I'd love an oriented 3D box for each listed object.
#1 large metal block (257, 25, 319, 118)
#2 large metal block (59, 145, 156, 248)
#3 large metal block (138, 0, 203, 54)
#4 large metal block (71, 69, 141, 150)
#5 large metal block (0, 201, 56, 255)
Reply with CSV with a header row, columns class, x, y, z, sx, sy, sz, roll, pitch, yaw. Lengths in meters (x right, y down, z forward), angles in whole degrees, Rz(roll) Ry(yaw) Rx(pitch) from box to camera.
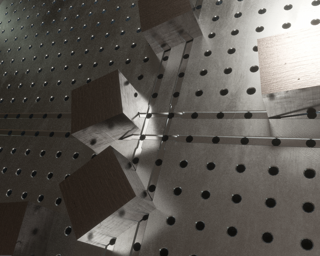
class,x,y,z,sx,sy,sz,roll,pitch,yaw
large metal block,0.157,-0.063,0.348,0.080,0.050,0.080,-8,58,23
large metal block,-0.065,0.082,0.374,0.080,0.050,0.080,-37,51,3
large metal block,0.015,-0.176,0.491,0.080,0.050,0.080,-19,54,16
large metal block,-0.079,-0.026,0.448,0.080,0.050,0.080,-22,54,15
large metal block,-0.194,0.144,0.404,0.080,0.050,0.080,-9,58,23
